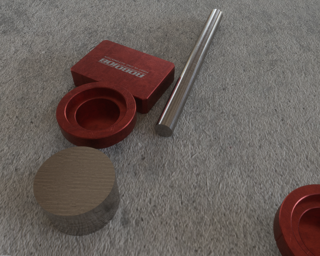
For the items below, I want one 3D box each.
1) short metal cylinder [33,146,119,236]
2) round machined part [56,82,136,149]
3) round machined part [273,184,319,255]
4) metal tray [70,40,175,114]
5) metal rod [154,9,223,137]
[{"bbox_3d":[-0.086,0.066,0.330,0.081,0.050,0.080,0,50,0],"label":"short metal cylinder"},{"bbox_3d":[-0.079,-0.012,0.401,0.099,0.042,0.098,0,50,0],"label":"round machined part"},{"bbox_3d":[0.161,0.108,0.303,0.099,0.042,0.098,0,50,0],"label":"round machined part"},{"bbox_3d":[-0.055,-0.081,0.467,0.130,0.030,0.090,23,54,18],"label":"metal tray"},{"bbox_3d":[0.055,-0.104,0.491,0.025,0.025,0.301,16,52,12],"label":"metal rod"}]
